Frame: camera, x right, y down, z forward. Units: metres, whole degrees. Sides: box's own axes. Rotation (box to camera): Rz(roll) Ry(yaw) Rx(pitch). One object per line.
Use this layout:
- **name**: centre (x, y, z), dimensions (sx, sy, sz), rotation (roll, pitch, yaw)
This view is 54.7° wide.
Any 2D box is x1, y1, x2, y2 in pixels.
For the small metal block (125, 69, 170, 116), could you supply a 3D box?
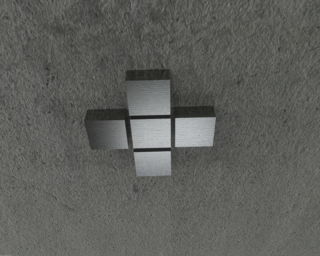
- **small metal block**: centre (-0.013, -0.043, 0.372), dimensions (0.050, 0.025, 0.050), rotation (-1, 130, 0)

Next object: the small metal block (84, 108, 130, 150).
- **small metal block**: centre (-0.068, 0.002, 0.409), dimensions (0.050, 0.025, 0.050), rotation (-1, 130, 0)

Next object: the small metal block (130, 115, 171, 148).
- **small metal block**: centre (-0.011, 0.000, 0.409), dimensions (0.050, 0.025, 0.050), rotation (-1, 130, 0)

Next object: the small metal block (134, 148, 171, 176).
- **small metal block**: centre (-0.010, 0.043, 0.446), dimensions (0.050, 0.025, 0.050), rotation (-2, 130, 1)

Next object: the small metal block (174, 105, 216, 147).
- **small metal block**: centre (0.045, -0.002, 0.408), dimensions (0.050, 0.025, 0.050), rotation (-1, 130, 0)
